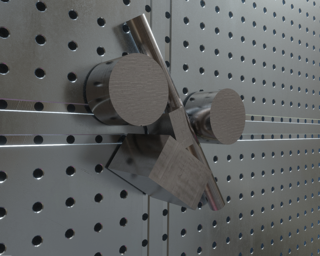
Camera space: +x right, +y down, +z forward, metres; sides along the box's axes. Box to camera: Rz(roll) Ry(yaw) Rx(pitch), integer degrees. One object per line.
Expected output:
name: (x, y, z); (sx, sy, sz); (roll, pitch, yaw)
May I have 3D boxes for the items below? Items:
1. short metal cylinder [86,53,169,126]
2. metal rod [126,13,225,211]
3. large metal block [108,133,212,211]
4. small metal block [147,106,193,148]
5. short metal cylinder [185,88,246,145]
short metal cylinder: (-0.037, -0.042, 0.357); (0.081, 0.050, 0.079); (0, 90, -40)
metal rod: (0.029, -0.008, 0.429); (0.025, 0.025, 0.299); (-39, 114, -33)
large metal block: (0.000, 0.050, 0.368); (0.080, 0.080, 0.050); (41, 66, -32)
small metal block: (0.010, 0.001, 0.396); (0.025, 0.050, 0.050); (-27, 107, -37)
short metal cylinder: (0.081, -0.016, 0.456); (0.081, 0.050, 0.079); (0, 90, -40)
